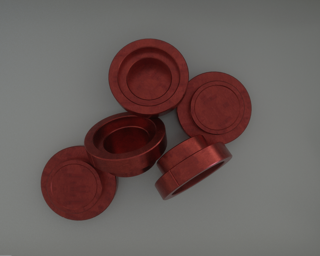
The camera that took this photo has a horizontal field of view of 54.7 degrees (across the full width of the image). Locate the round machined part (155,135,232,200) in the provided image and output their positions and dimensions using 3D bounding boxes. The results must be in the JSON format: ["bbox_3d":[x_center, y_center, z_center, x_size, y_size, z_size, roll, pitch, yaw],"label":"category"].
[{"bbox_3d":[0.035,0.044,0.378,0.098,0.098,0.042,-32,73,0],"label":"round machined part"}]

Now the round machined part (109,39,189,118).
[{"bbox_3d":[-0.013,-0.060,0.398,0.099,0.042,0.097,0,81,1],"label":"round machined part"}]

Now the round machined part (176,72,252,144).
[{"bbox_3d":[0.071,-0.025,0.404,0.099,0.042,0.097,0,90,-1],"label":"round machined part"}]

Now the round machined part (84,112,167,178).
[{"bbox_3d":[-0.040,0.023,0.384,0.099,0.098,0.042,-9,125,-1],"label":"round machined part"}]

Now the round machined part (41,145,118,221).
[{"bbox_3d":[-0.106,0.072,0.402,0.099,0.042,0.097,0,90,-1],"label":"round machined part"}]
